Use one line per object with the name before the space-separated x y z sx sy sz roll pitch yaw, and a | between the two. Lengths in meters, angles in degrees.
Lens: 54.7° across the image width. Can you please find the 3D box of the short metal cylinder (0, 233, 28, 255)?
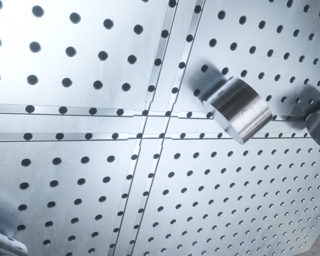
short metal cylinder | -0.207 0.164 0.365 0.080 0.080 0.050 -39 130 -3

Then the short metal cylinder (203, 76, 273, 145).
short metal cylinder | 0.104 -0.023 0.420 0.050 0.080 0.080 -42 130 0

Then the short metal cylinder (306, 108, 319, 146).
short metal cylinder | 0.307 -0.004 0.545 0.050 0.080 0.080 -31 129 -9
